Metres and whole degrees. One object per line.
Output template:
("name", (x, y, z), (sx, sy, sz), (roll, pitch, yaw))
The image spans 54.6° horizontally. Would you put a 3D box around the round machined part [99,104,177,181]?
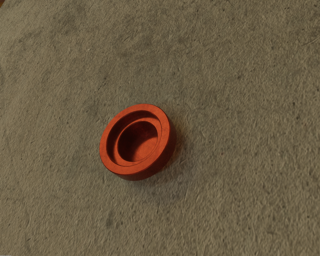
("round machined part", (-0.024, 0.021, 0.394), (0.098, 0.042, 0.098), (-13, 56, 21))
